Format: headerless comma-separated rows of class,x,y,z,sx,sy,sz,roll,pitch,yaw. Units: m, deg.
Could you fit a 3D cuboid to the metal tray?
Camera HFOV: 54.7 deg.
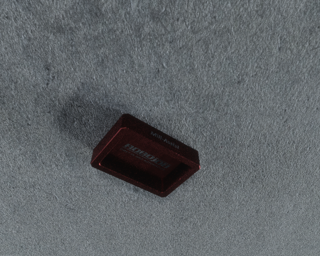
metal tray,-0.020,0.044,0.443,0.131,0.030,0.090,29,124,-23
